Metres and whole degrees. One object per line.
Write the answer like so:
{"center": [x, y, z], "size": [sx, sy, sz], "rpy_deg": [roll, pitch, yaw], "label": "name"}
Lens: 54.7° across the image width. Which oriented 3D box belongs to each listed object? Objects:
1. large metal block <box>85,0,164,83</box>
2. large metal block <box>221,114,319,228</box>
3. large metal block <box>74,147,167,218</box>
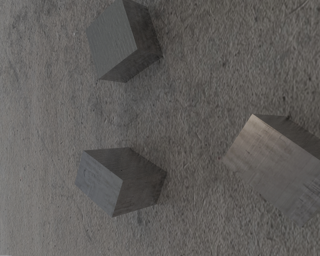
{"center": [-0.051, -0.119, 0.431], "size": [0.080, 0.050, 0.080], "rpy_deg": [-28, 73, 36], "label": "large metal block"}
{"center": [0.116, 0.031, 0.273], "size": [0.080, 0.081, 0.050], "rpy_deg": [42, 116, 32], "label": "large metal block"}
{"center": [-0.052, 0.067, 0.412], "size": [0.080, 0.081, 0.050], "rpy_deg": [29, 108, 36], "label": "large metal block"}
